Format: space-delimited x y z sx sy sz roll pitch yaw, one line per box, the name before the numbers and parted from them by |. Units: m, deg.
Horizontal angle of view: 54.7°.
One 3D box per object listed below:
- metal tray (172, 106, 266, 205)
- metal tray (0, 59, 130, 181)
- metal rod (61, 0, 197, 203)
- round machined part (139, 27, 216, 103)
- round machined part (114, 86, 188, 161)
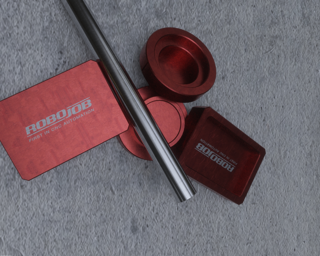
metal tray | 0.080 0.039 0.426 0.130 0.030 0.090 33 79 -28
metal tray | -0.113 -0.010 0.355 0.131 0.030 0.090 -28 97 -9
metal rod | -0.044 -0.051 0.358 0.025 0.025 0.299 -29 87 -18
round machined part | 0.019 -0.076 0.397 0.099 0.042 0.098 11 64 -23
round machined part | -0.007 -0.006 0.399 0.099 0.042 0.097 0 90 -20
